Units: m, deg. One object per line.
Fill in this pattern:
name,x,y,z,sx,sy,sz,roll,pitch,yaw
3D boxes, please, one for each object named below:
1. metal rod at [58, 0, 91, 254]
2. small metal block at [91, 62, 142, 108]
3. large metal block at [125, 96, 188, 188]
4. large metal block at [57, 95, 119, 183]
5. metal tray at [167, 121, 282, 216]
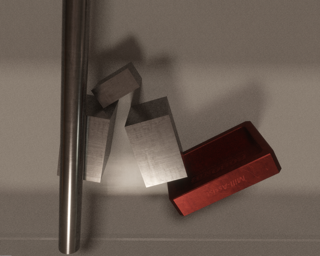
metal rod,-0.092,0.006,0.326,0.025,0.025,0.298,7,110,-3
small metal block,-0.051,-0.054,0.378,0.050,0.050,0.025,-29,108,10
large metal block,-0.004,0.014,0.387,0.050,0.080,0.080,-16,110,5
large metal block,-0.087,0.009,0.384,0.050,0.080,0.079,11,110,-4
metal tray,0.073,0.048,0.394,0.130,0.090,0.030,-27,113,9
